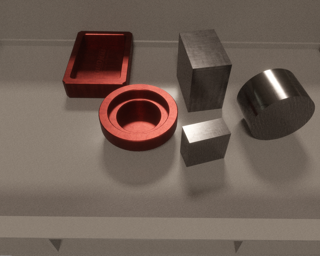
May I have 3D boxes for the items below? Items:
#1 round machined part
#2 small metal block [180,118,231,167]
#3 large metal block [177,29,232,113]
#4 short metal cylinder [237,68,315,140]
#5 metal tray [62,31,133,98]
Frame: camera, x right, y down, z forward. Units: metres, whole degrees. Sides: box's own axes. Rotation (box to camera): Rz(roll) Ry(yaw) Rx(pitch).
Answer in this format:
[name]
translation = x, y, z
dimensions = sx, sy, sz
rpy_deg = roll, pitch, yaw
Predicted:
[round machined part]
translation = -0.027, -0.009, 0.401
dimensions = 0.099, 0.042, 0.098
rpy_deg = 0, 50, 0
[small metal block]
translation = 0.053, 0.018, 0.374
dimensions = 0.050, 0.050, 0.025
rpy_deg = -12, 51, -11
[large metal block]
translation = 0.058, -0.081, 0.438
dimensions = 0.050, 0.080, 0.080
rpy_deg = -7, 51, -7
[short metal cylinder]
translation = 0.146, -0.029, 0.396
dimensions = 0.081, 0.080, 0.050
rpy_deg = -8, 51, -7
[metal tray]
translation = -0.092, -0.103, 0.486
dimensions = 0.091, 0.030, 0.130
rpy_deg = 1, 50, 0
